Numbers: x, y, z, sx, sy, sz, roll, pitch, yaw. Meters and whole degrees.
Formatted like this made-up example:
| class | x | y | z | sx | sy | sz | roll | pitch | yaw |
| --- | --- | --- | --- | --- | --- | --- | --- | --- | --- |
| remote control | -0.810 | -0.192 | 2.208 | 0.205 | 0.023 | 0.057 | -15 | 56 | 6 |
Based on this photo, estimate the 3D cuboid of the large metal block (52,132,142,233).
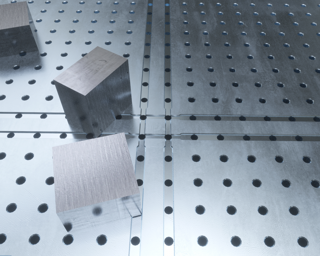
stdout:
| class | x | y | z | sx | sy | sz | roll | pitch | yaw |
| --- | --- | --- | --- | --- | --- | --- | --- | --- | --- |
| large metal block | -0.069 | 0.058 | 0.342 | 0.081 | 0.050 | 0.080 | -12 | 51 | -10 |

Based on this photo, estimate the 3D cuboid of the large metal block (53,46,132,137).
| class | x | y | z | sx | sy | sz | roll | pitch | yaw |
| --- | --- | --- | --- | --- | --- | --- | --- | --- | --- |
| large metal block | -0.084 | -0.047 | 0.410 | 0.050 | 0.080 | 0.080 | 27 | 55 | 20 |

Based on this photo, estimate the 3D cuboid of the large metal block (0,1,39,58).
| class | x | y | z | sx | sy | sz | roll | pitch | yaw |
| --- | --- | --- | --- | --- | --- | --- | --- | --- | --- |
| large metal block | -0.260 | -0.168 | 0.529 | 0.081 | 0.050 | 0.080 | -14 | 52 | -12 |
